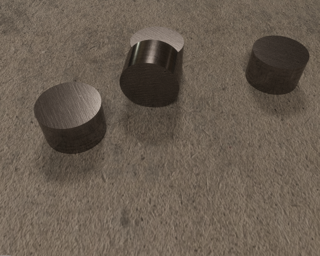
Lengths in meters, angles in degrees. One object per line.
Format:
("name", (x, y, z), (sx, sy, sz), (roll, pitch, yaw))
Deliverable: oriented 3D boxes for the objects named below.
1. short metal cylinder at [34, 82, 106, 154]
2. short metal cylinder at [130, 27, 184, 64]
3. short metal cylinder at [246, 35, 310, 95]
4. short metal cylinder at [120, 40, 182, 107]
("short metal cylinder", (-0.112, -0.014, 0.397), (0.081, 0.050, 0.080), (0, 50, 0))
("short metal cylinder", (-0.004, -0.114, 0.483), (0.081, 0.050, 0.080), (0, 50, 0))
("short metal cylinder", (0.176, -0.096, 0.470), (0.081, 0.050, 0.080), (0, 50, 0))
("short metal cylinder", (-0.011, -0.074, 0.430), (0.080, 0.080, 0.050), (6, 51, 4))
